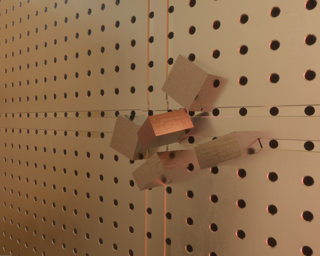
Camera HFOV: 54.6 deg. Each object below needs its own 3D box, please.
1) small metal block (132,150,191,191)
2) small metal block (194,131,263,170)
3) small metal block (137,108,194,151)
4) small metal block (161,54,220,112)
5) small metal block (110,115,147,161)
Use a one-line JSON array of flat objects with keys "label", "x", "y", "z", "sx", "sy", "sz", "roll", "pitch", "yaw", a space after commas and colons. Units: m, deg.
[{"label": "small metal block", "x": 0.002, "y": 0.053, "z": 0.393, "sx": 0.050, "sy": 0.050, "sz": 0.025, "roll": -42, "pitch": 65, "yaw": 32}, {"label": "small metal block", "x": 0.074, "y": 0.024, "z": 0.333, "sx": 0.050, "sy": 0.050, "sz": 0.025, "roll": -26, "pitch": 74, "yaw": 37}, {"label": "small metal block", "x": 0.005, "y": 0.003, "z": 0.378, "sx": 0.025, "sy": 0.050, "sz": 0.050, "roll": 69, "pitch": 154, "yaw": 16}, {"label": "small metal block", "x": 0.036, "y": -0.055, "z": 0.380, "sx": 0.050, "sy": 0.025, "sz": 0.050, "roll": 42, "pitch": 115, "yaw": 32}, {"label": "small metal block", "x": -0.041, "y": 0.013, "z": 0.445, "sx": 0.050, "sy": 0.025, "sz": 0.050, "roll": 27, "pitch": 107, "yaw": 37}]
